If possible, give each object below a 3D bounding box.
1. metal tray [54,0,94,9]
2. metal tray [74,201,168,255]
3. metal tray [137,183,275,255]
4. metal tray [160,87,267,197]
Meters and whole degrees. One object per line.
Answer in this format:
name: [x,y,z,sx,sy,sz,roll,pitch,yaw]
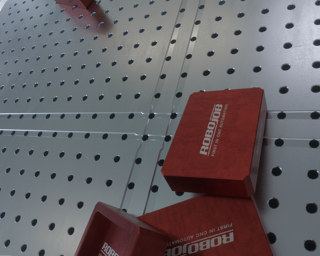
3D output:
metal tray: [-0.212,-0.310,0.669,0.130,0.090,0.030,26,77,37]
metal tray: [-0.049,0.130,0.304,0.130,0.030,0.090,-5,61,63]
metal tray: [0.041,0.118,0.312,0.130,0.030,0.090,-23,53,14]
metal tray: [0.064,0.010,0.344,0.090,0.030,0.130,-1,45,28]
